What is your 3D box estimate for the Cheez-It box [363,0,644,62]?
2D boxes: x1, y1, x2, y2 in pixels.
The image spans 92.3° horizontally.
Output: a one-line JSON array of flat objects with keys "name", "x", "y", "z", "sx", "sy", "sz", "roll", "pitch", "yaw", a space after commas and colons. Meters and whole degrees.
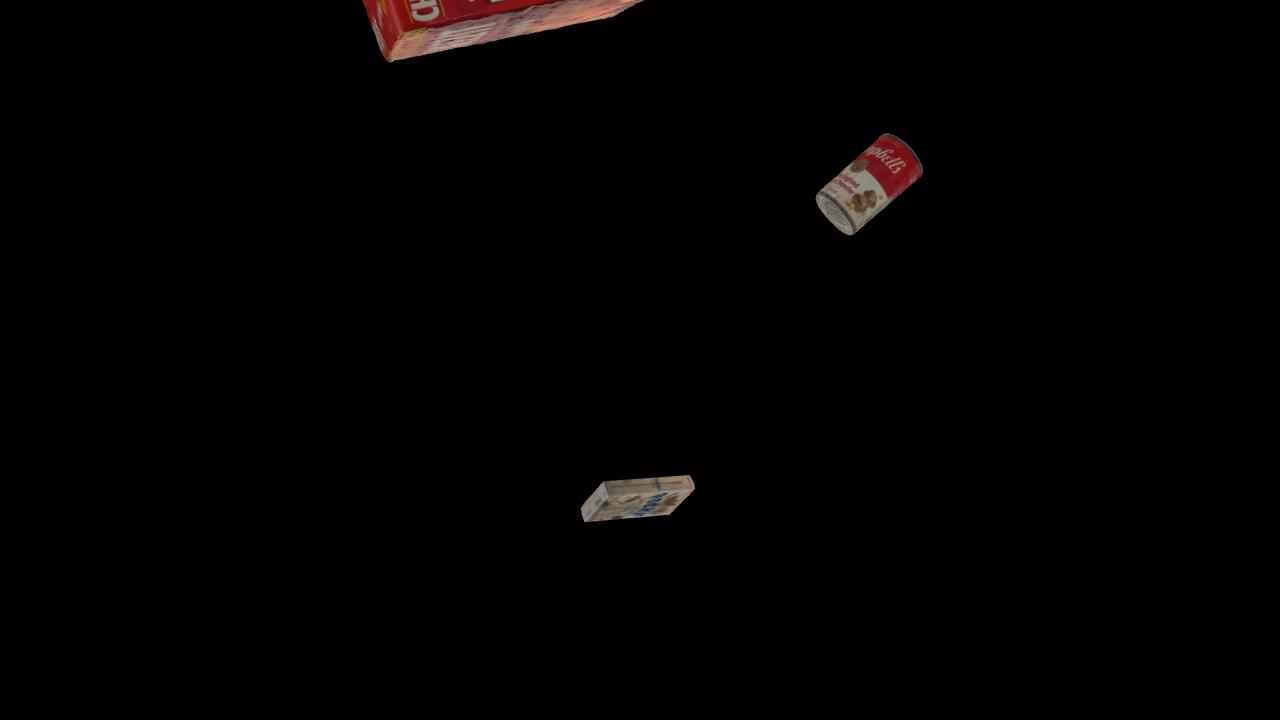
[{"name": "Cheez-It box", "x": -0.095, "y": -0.296, "z": 0.477, "sx": 0.223, "sy": 0.071, "sz": 0.166, "roll": -22, "pitch": 25, "yaw": -17}]

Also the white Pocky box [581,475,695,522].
[{"name": "white Pocky box", "x": -0.002, "y": 0.203, "z": 0.905, "sx": 0.154, "sy": 0.028, "sz": 0.084, "roll": 4, "pitch": -42, "yaw": -33}]

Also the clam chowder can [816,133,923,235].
[{"name": "clam chowder can", "x": 0.267, "y": -0.205, "z": 0.723, "sx": 0.102, "sy": 0.068, "sz": 0.068, "roll": -42, "pitch": -6, "yaw": 7}]
